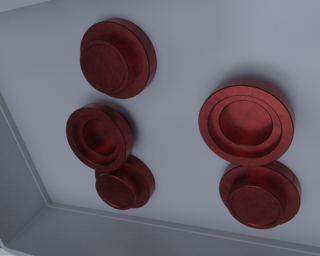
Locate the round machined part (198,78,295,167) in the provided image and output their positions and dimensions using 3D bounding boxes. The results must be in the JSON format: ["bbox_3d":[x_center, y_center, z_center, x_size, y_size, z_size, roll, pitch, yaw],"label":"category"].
[{"bbox_3d":[0.096,-0.009,0.341,0.098,0.042,0.097,13,124,20],"label":"round machined part"}]

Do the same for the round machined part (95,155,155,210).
[{"bbox_3d":[-0.060,0.089,0.483,0.098,0.042,0.097,13,124,20],"label":"round machined part"}]

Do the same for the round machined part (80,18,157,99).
[{"bbox_3d":[-0.057,-0.079,0.377,0.098,0.042,0.097,13,124,20],"label":"round machined part"}]

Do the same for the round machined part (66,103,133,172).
[{"bbox_3d":[-0.081,0.010,0.441,0.098,0.042,0.097,11,118,22],"label":"round machined part"}]

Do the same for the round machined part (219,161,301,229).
[{"bbox_3d":[0.122,0.087,0.387,0.098,0.042,0.097,13,124,20],"label":"round machined part"}]
